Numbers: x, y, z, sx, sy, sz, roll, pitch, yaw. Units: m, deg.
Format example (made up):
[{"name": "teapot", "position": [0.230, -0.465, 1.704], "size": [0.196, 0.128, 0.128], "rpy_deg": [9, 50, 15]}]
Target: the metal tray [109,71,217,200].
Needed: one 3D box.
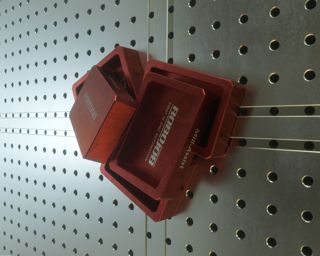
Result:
[{"name": "metal tray", "position": [0.000, 0.007, 0.366], "size": [0.090, 0.030, 0.129], "rpy_deg": [26, 94, 37]}]

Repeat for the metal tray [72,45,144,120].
[{"name": "metal tray", "position": [-0.078, -0.052, 0.472], "size": [0.130, 0.030, 0.090], "rpy_deg": [-28, 72, 37]}]

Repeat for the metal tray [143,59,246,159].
[{"name": "metal tray", "position": [0.029, -0.027, 0.382], "size": [0.130, 0.030, 0.089], "rpy_deg": [25, 105, 38]}]

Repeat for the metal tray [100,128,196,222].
[{"name": "metal tray", "position": [-0.023, 0.053, 0.426], "size": [0.130, 0.030, 0.089], "rpy_deg": [33, 110, 35]}]

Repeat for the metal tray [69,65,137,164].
[{"name": "metal tray", "position": [-0.084, -0.023, 0.423], "size": [0.090, 0.030, 0.130], "rpy_deg": [-60, 34, 14]}]
